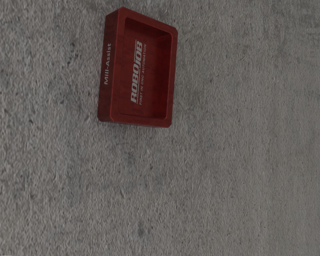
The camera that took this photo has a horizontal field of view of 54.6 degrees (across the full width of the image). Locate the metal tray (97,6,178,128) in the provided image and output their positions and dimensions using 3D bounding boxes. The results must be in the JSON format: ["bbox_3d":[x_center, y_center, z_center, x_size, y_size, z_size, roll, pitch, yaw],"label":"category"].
[{"bbox_3d":[-0.025,-0.068,0.379,0.091,0.030,0.129,7,86,-40],"label":"metal tray"}]
